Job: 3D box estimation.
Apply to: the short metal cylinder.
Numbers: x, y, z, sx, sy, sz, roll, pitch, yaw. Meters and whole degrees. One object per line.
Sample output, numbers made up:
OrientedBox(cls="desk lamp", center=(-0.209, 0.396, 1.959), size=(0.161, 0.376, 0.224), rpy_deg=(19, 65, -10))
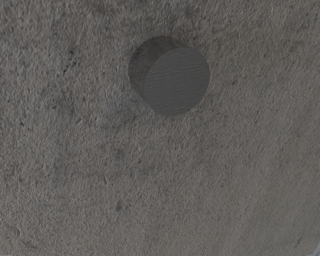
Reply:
OrientedBox(cls="short metal cylinder", center=(0.010, -0.060, 0.358), size=(0.081, 0.050, 0.080), rpy_deg=(-14, 124, -21))
